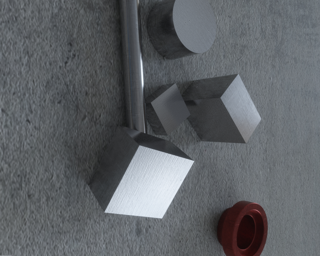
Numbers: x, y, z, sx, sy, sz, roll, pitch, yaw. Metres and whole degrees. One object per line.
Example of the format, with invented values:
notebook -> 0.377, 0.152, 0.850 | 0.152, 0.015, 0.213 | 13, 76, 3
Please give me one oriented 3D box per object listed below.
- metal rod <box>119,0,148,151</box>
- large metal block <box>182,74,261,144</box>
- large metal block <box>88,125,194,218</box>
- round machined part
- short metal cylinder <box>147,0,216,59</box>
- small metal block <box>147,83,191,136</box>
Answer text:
metal rod -> -0.035, -0.122, 0.376 | 0.025, 0.025, 0.298 | -6, 94, -40
large metal block -> 0.084, -0.025, 0.441 | 0.050, 0.080, 0.080 | -51, 120, -28
large metal block -> -0.021, 0.052, 0.354 | 0.080, 0.050, 0.080 | 20, 103, -39
round machined part -> 0.131, 0.168, 0.507 | 0.099, 0.042, 0.097 | 0, 90, -40
short metal cylinder -> 0.030, -0.136, 0.415 | 0.081, 0.050, 0.079 | 0, 90, -40
small metal block -> 0.007, -0.025, 0.413 | 0.050, 0.025, 0.050 | -42, 116, -32
